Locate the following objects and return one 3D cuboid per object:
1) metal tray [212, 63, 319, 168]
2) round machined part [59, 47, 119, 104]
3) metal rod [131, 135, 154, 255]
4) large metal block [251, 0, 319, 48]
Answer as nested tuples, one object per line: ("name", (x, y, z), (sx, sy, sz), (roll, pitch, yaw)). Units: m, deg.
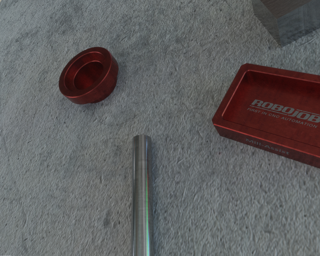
("metal tray", (0.135, -0.018, 0.340), (0.130, 0.030, 0.090), (20, 72, 35))
("round machined part", (-0.108, -0.079, 0.496), (0.098, 0.042, 0.098), (-13, 56, 20))
("metal rod", (-0.018, 0.141, 0.325), (0.025, 0.025, 0.299), (-15, 55, 19))
("large metal block", (0.172, -0.163, 0.398), (0.080, 0.050, 0.080), (-27, 53, 11))
